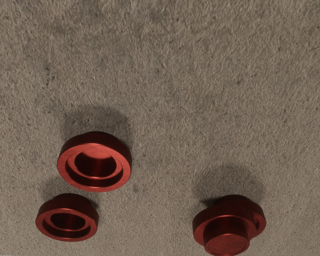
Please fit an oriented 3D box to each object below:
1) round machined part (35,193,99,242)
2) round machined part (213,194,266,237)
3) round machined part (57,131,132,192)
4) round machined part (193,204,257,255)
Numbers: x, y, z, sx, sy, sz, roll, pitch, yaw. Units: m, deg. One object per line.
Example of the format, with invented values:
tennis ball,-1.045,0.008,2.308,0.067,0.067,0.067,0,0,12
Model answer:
round machined part,-0.152,0.146,0.519,0.099,0.042,0.097,-1,130,0
round machined part,0.125,0.150,0.526,0.099,0.042,0.097,-1,130,0
round machined part,-0.088,0.043,0.431,0.099,0.042,0.097,-1,130,0
round machined part,0.101,0.166,0.484,0.099,0.042,0.097,0,130,0
